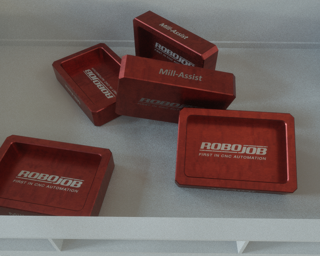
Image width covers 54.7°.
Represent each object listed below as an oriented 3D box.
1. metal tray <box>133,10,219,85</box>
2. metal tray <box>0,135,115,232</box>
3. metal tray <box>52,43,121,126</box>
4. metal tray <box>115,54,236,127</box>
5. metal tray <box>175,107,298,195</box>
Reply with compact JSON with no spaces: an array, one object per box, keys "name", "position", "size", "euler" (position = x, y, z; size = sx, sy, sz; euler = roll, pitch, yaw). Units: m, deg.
[{"name":"metal tray","position":[0.018,-0.101,0.447],"size":[0.130,0.090,0.030],"euler":[37,59,27]},{"name":"metal tray","position":[-0.127,0.059,0.351],"size":[0.131,0.030,0.090],"euler":[8,50,6]},{"name":"metal tray","position":[-0.088,-0.069,0.459],"size":[0.091,0.030,0.130],"euler":[-30,56,-23]},{"name":"metal tray","position":[0.014,-0.040,0.377],"size":[0.131,0.090,0.030],"euler":[8,64,-8]},{"name":"metal tray","position":[0.085,0.026,0.357],"size":[0.131,0.030,0.090],"euler":[4,74,3]}]
